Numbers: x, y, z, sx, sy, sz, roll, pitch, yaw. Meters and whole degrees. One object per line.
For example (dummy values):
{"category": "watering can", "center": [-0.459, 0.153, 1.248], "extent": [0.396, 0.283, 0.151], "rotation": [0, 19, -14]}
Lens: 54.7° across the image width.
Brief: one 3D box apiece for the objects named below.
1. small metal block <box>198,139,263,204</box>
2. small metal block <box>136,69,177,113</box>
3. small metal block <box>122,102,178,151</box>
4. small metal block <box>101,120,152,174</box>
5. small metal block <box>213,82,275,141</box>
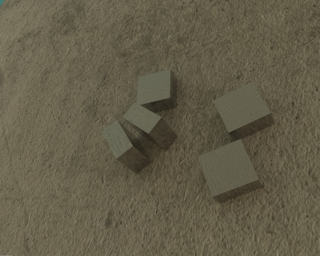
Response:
{"category": "small metal block", "center": [0.076, 0.047, 0.335], "extent": [0.050, 0.025, 0.050], "rotation": [-24, 53, 13]}
{"category": "small metal block", "center": [-0.004, -0.051, 0.437], "extent": [0.050, 0.025, 0.050], "rotation": [-12, 57, 22]}
{"category": "small metal block", "center": [-0.012, -0.001, 0.395], "extent": [0.050, 0.050, 0.025], "rotation": [31, 79, 38]}
{"category": "small metal block", "center": [-0.042, 0.025, 0.395], "extent": [0.025, 0.050, 0.050], "rotation": [-38, 51, 3]}
{"category": "small metal block", "center": [0.098, -0.019, 0.364], "extent": [0.050, 0.025, 0.050], "rotation": [-26, 53, 11]}
